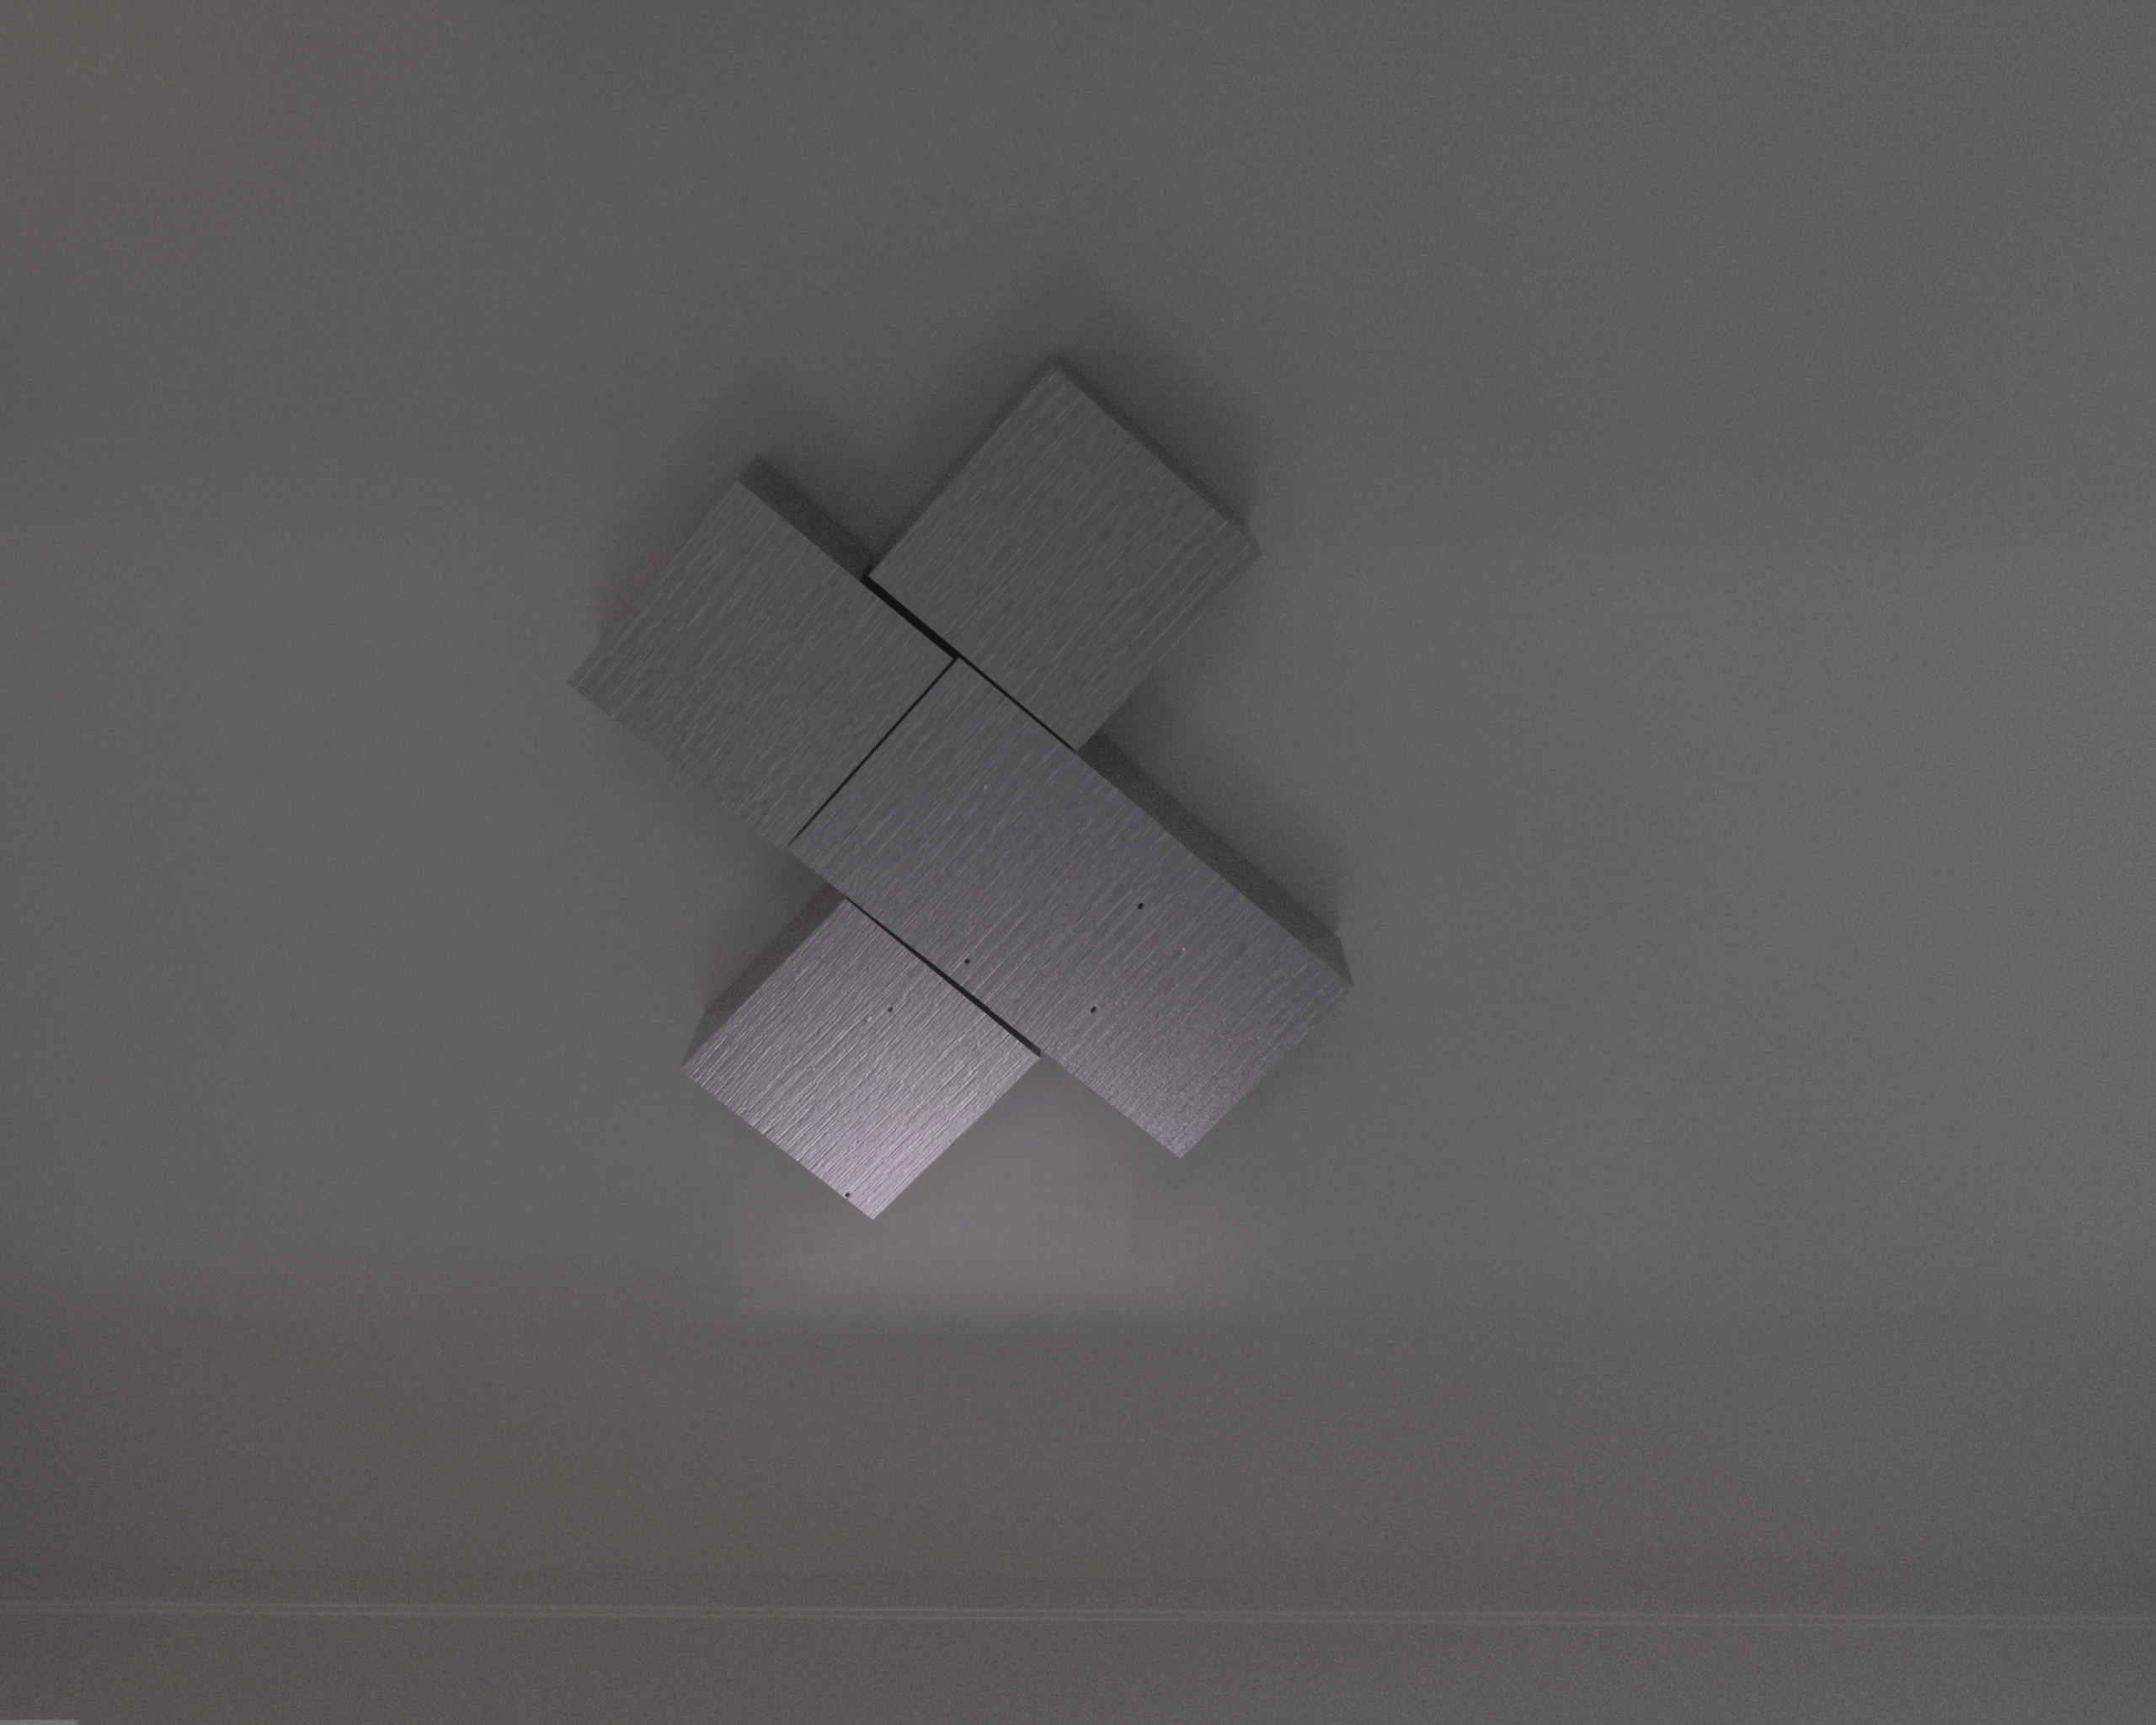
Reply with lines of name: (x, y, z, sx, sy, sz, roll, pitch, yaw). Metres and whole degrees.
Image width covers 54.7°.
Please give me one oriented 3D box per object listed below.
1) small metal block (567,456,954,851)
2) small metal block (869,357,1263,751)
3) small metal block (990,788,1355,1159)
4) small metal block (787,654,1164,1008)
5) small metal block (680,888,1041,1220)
small metal block: (-0.058, -0.039, 0.394, 0.050, 0.025, 0.050, 40, 105, -14)
small metal block: (-0.002, -0.058, 0.387, 0.050, 0.025, 0.050, 40, 104, -14)
small metal block: (0.018, 0.022, 0.417, 0.050, 0.025, 0.050, 40, 105, -14)
small metal block: (-0.019, -0.009, 0.405, 0.050, 0.025, 0.050, 40, 105, -14)
small metal block: (-0.043, 0.035, 0.422, 0.050, 0.025, 0.050, 41, 106, -14)
